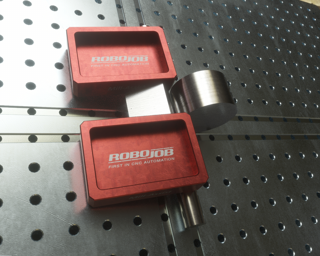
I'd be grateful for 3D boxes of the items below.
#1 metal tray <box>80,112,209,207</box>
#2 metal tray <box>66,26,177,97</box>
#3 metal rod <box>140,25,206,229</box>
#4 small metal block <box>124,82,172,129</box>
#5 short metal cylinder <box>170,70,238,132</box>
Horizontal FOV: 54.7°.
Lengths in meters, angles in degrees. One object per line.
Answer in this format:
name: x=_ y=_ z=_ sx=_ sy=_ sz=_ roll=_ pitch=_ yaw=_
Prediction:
metal tray: x=-0.020 y=0.032 z=0.352 sx=0.131 sy=0.030 sz=0.090 roll=-6 pitch=64 yaw=-17
metal tray: x=-0.052 y=-0.090 z=0.410 sx=0.131 sy=0.030 sz=0.090 roll=-6 pitch=64 yaw=-17
metal rod: x=0.008 y=-0.019 z=0.419 sx=0.025 sy=0.025 sz=0.299 roll=0 pitch=62 yaw=-28
small metal block: x=-0.015 y=-0.026 z=0.398 sx=0.050 sy=0.025 sz=0.050 roll=-13 pitch=65 yaw=0
short metal cylinder: x=0.058 y=-0.034 z=0.421 sx=0.081 sy=0.080 sz=0.050 roll=0 pitch=62 yaw=-28
